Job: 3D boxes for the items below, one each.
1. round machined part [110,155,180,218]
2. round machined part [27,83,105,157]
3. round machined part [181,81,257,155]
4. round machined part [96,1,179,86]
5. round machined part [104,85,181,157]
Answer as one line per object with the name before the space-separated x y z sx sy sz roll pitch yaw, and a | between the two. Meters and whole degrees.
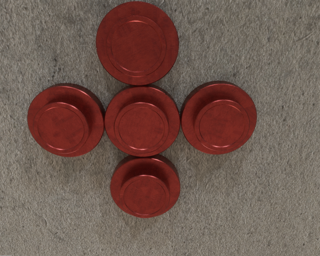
round machined part | -0.020 0.086 0.433 0.099 0.042 0.097 0 110 -1
round machined part | -0.121 -0.006 0.398 0.099 0.042 0.097 0 110 -1
round machined part | 0.076 -0.009 0.400 0.099 0.042 0.097 0 110 -1
round machined part | -0.027 -0.098 0.366 0.099 0.042 0.097 0 110 -1
round machined part | -0.023 -0.006 0.400 0.099 0.042 0.097 0 110 -1
